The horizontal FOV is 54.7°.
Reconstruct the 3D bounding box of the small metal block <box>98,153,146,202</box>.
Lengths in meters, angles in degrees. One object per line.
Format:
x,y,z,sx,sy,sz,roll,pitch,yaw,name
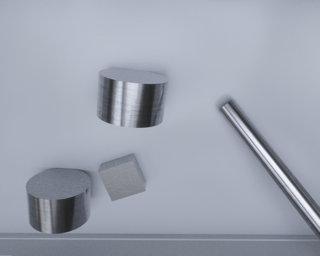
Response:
-0.052,0.069,0.436,0.050,0.025,0.050,-18,109,6,small metal block

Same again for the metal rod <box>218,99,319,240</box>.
0.175,0.089,0.387,0.025,0.025,0.299,-38,84,12,metal rod

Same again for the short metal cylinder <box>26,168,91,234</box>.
-0.134,0.095,0.415,0.081,0.080,0.050,4,110,-2,short metal cylinder

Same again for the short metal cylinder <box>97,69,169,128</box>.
-0.033,-0.038,0.368,0.081,0.080,0.050,6,110,-3,short metal cylinder
